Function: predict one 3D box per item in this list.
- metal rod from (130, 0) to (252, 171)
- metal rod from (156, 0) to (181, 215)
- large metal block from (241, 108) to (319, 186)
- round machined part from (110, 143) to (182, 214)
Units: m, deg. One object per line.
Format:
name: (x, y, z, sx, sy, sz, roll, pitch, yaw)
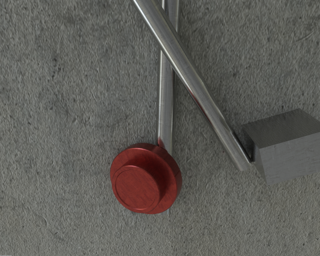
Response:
metal rod: (0.037, -0.059, 0.367, 0.025, 0.025, 0.299, -31, 116, 10)
metal rod: (0.008, -0.019, 0.402, 0.025, 0.025, 0.298, 1, 110, -1)
large metal block: (0.157, 0.021, 0.390, 0.080, 0.080, 0.050, -16, 110, 5)
round machined part: (-0.024, 0.072, 0.409, 0.098, 0.042, 0.097, 8, 111, 21)
